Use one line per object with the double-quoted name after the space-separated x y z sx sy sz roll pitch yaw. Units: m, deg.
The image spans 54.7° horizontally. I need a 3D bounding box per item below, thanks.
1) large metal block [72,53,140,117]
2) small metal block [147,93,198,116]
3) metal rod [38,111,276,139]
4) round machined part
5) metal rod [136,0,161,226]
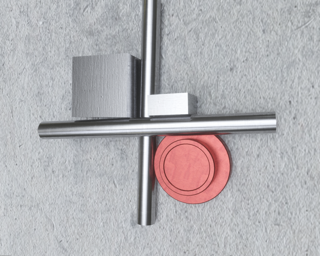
-0.070 -0.054 0.420 0.080 0.050 0.079 1 90 19 "large metal block"
0.017 -0.028 0.390 0.050 0.050 0.025 -1 90 19 "small metal block"
-0.015 -0.001 0.388 0.301 0.025 0.025 -2 90 15 "metal rod"
0.038 0.047 0.386 0.098 0.042 0.097 0 90 19 "round machined part"
-0.015 -0.022 0.414 0.025 0.025 0.298 2 91 19 "metal rod"
